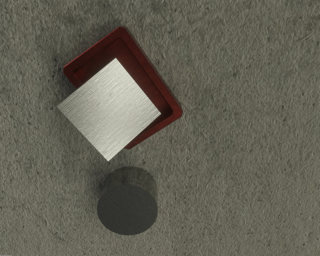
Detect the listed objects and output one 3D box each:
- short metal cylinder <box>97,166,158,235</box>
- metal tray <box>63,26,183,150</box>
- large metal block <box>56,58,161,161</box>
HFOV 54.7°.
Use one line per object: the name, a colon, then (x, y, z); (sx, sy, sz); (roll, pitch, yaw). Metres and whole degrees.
short metal cylinder: (-0.043, 0.101, 0.433); (0.081, 0.050, 0.079); (0, 110, -1)
metal tray: (-0.043, -0.048, 0.388); (0.090, 0.030, 0.130); (-33, 107, 11)
large metal block: (-0.060, -0.022, 0.358); (0.080, 0.050, 0.080); (-43, 108, -10)
